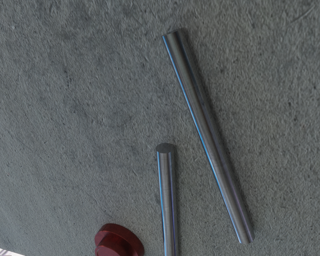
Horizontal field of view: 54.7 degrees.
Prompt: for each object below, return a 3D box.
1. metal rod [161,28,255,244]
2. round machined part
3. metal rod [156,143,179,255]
[{"bbox_3d":[0.067,0.025,0.386,0.025,0.025,0.299,-10,114,32],"label":"metal rod"},{"bbox_3d":[-0.082,0.231,0.582,0.098,0.042,0.097,13,124,21],"label":"round machined part"},{"bbox_3d":[0.015,0.156,0.494,0.025,0.025,0.298,10,123,23],"label":"metal rod"}]
